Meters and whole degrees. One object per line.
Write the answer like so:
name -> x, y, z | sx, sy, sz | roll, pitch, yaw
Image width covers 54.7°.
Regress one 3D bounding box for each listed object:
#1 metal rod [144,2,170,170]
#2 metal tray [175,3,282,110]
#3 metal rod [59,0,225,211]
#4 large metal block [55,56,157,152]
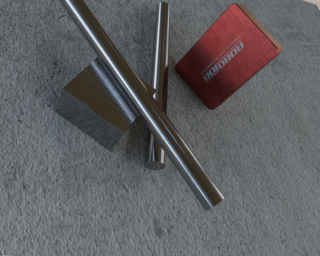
metal rod -> 0.000, -0.081, 0.454 | 0.025, 0.025, 0.300 | 16, 55, -20
metal tray -> 0.094, -0.099, 0.448 | 0.090, 0.129, 0.030 | 51, 35, 7
metal rod -> -0.027, -0.041, 0.351 | 0.025, 0.025, 0.299 | -27, 77, -37
large metal block -> -0.064, -0.033, 0.375 | 0.080, 0.050, 0.080 | 37, 51, -4
